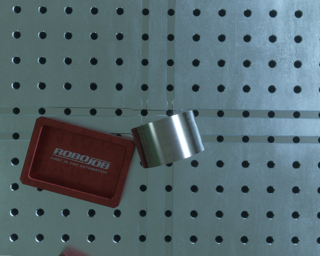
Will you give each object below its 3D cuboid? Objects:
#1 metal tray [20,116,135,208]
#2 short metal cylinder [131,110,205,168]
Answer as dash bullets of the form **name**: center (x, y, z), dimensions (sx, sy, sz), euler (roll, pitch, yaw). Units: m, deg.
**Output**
- **metal tray**: center (-0.105, 0.044, 0.409), dimensions (0.131, 0.030, 0.090), euler (15, 90, 0)
- **short metal cylinder**: center (0.010, 0.014, 0.386), dimensions (0.080, 0.080, 0.050), euler (-17, 90, 0)
